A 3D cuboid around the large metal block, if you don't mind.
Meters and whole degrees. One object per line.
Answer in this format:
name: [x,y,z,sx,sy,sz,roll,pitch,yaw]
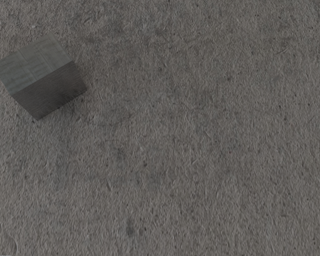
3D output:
large metal block: [-0.150,-0.064,0.401,0.080,0.080,0.050,-34,74,-12]
